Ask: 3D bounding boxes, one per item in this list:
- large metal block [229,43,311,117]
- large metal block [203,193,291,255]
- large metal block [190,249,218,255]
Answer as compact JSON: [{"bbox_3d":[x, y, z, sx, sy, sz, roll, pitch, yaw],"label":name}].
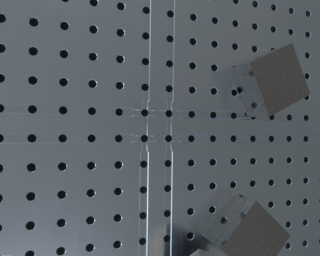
[{"bbox_3d":[0.162,-0.069,0.458,0.080,0.050,0.080,-26,99,-18],"label":"large metal block"},{"bbox_3d":[0.124,0.155,0.445,0.080,0.050,0.080,45,76,-15],"label":"large metal block"},{"bbox_3d":[0.060,0.208,0.399,0.080,0.050,0.080,27,125,-18],"label":"large metal block"}]
